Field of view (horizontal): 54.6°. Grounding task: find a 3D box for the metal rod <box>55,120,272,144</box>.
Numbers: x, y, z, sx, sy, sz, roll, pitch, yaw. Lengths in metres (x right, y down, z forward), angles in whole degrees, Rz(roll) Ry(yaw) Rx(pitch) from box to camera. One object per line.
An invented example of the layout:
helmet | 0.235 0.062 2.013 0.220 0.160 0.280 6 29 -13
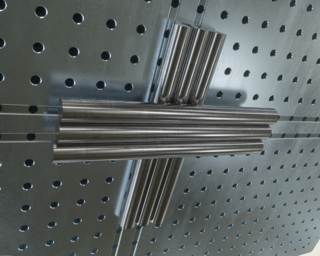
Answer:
metal rod | 0.026 0.004 0.395 0.302 0.025 0.025 0 118 -29

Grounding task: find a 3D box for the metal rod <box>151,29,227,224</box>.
metal rod | 0.031 0.015 0.437 0.025 0.025 0.298 2 118 -29

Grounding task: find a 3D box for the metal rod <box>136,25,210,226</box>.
metal rod | 0.009 0.014 0.424 0.025 0.025 0.298 2 118 -29

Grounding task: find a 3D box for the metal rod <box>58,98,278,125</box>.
metal rod | 0.032 -0.017 0.385 0.302 0.025 0.025 0 118 -29

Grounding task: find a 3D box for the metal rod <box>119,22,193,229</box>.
metal rod | -0.013 0.014 0.412 0.025 0.025 0.298 2 118 -29

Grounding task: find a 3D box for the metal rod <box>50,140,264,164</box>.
metal rod | 0.017 0.026 0.404 0.302 0.025 0.025 0 118 -29
